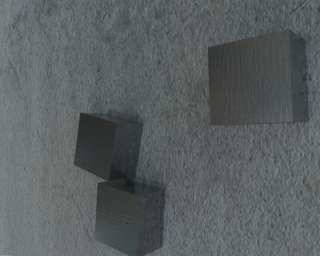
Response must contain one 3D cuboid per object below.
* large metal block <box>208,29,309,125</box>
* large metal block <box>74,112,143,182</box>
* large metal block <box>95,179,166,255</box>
[{"bbox_3d":[0.097,-0.044,0.309,0.080,0.050,0.080,-3,88,40],"label":"large metal block"},{"bbox_3d":[-0.076,0.024,0.452,0.080,0.050,0.079,15,100,39],"label":"large metal block"},{"bbox_3d":[-0.042,0.119,0.423,0.080,0.050,0.079,6,94,40],"label":"large metal block"}]
